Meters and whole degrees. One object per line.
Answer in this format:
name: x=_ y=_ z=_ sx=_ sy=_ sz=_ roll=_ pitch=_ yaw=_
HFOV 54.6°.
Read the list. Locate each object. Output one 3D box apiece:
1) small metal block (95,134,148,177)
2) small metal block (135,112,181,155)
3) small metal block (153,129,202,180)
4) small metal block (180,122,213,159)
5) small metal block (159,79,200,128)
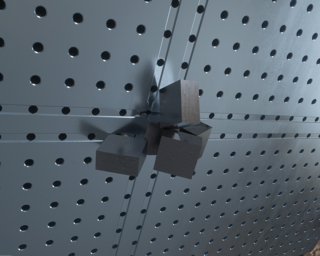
small metal block: x=-0.045 y=0.032 z=0.376 sx=0.050 sy=0.050 sz=0.025 roll=9 pitch=113 yaw=6
small metal block: x=-0.003 y=0.009 z=0.414 sx=0.050 sy=0.025 sz=0.050 roll=2 pitch=117 yaw=-29
small metal block: x=0.023 y=0.032 z=0.395 sx=0.050 sy=0.025 sz=0.050 roll=14 pitch=115 yaw=1
small metal block: x=0.045 y=0.021 z=0.434 sx=0.050 sy=0.025 sz=0.050 roll=-22 pitch=134 yaw=-55
small metal block: x=0.023 y=-0.027 z=0.377 sx=0.025 sy=0.050 sz=0.050 roll=3 pitch=81 yaw=-29
